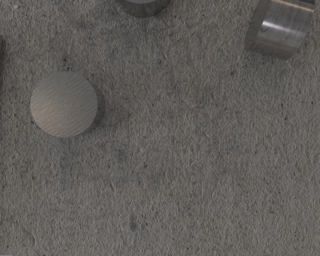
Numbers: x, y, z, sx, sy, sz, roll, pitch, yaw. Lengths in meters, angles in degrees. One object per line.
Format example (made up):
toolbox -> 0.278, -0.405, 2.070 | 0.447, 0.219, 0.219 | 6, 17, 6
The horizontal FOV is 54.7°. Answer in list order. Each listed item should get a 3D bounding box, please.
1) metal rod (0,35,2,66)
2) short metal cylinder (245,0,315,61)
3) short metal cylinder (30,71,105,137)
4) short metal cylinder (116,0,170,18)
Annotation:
metal rod -> -0.234, 0.025, 0.407 | 0.025, 0.025, 0.298 | 5, 90, 0
short metal cylinder -> 0.145, -0.129, 0.383 | 0.050, 0.080, 0.080 | 17, 90, 0
short metal cylinder -> -0.115, -0.029, 0.396 | 0.081, 0.050, 0.079 | 0, 90, 0
short metal cylinder -> -0.023, -0.189, 0.397 | 0.081, 0.050, 0.079 | 0, 90, 0
